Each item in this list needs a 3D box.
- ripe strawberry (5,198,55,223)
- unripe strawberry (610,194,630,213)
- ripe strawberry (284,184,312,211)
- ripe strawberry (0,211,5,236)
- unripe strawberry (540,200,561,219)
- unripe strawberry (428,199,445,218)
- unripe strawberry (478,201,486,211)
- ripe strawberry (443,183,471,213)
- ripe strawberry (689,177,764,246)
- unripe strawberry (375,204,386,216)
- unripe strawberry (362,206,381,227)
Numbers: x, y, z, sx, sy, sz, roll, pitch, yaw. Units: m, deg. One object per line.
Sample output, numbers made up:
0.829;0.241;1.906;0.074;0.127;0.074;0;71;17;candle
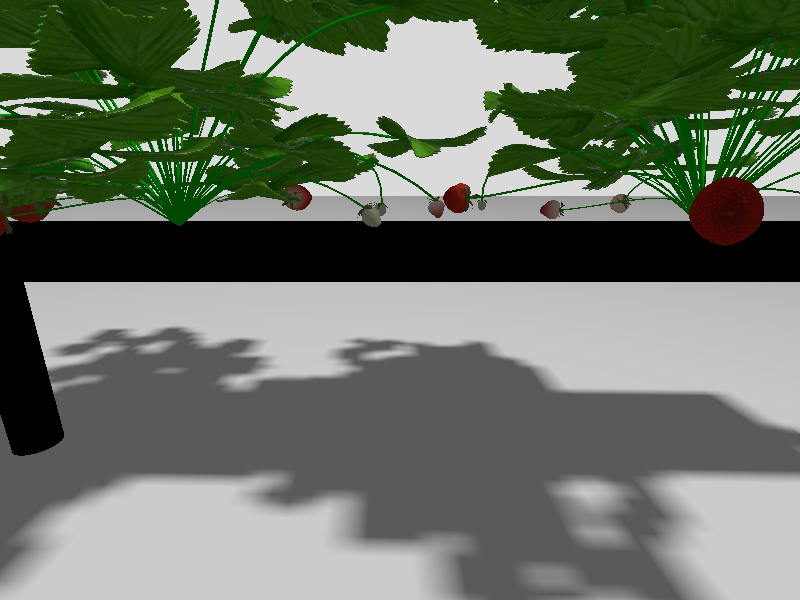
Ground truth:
-0.344;-0.091;0.362;0.041;0.041;0.046;2;16;8;ripe strawberry
0.280;-0.123;0.513;0.022;0.024;0.024;2;2;6;unripe strawberry
-0.138;-0.139;0.542;0.038;0.034;0.035;4;16;13;ripe strawberry
-0.258;-0.048;0.236;0.031;0.033;0.034;10;19;30;ripe strawberry
0.151;-0.091;0.402;0.019;0.019;0.021;8;18;28;unripe strawberry
0.042;-0.102;0.449;0.019;0.020;0.018;-27;25;-17;unripe strawberry
0.092;-0.107;0.453;0.010;0.011;0.011;11;19;33;unripe strawberry
0.071;-0.127;0.500;0.034;0.036;0.031;13;20;39;ripe strawberry
0.183;-0.050;0.225;0.033;0.038;0.036;10;19;31;ripe strawberry
-0.022;-0.100;0.447;0.013;0.014;0.015;-10;19;-31;unripe strawberry
-0.023;-0.069;0.332;0.016;0.018;0.018;-40;9;14;unripe strawberry
